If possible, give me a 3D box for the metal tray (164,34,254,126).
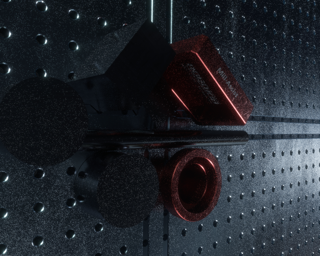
[{"bbox_3d":[0.054,-0.056,0.411,0.130,0.090,0.030,47,62,-30],"label":"metal tray"}]

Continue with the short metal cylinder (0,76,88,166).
[{"bbox_3d":[-0.117,-0.006,0.294,0.081,0.050,0.080,0,90,-40],"label":"short metal cylinder"}]

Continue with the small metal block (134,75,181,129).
[{"bbox_3d":[-0.008,-0.034,0.403,0.050,0.025,0.050,-47,118,-30],"label":"small metal block"}]

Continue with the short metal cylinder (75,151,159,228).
[{"bbox_3d":[-0.048,0.067,0.352,0.081,0.050,0.080,0,90,-40],"label":"short metal cylinder"}]

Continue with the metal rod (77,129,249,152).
[{"bbox_3d":[0.025,0.015,0.429,0.302,0.025,0.025,1,90,-40],"label":"metal rod"}]

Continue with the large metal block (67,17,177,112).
[{"bbox_3d":[-0.042,-0.065,0.338,0.050,0.080,0.080,47,62,-31],"label":"large metal block"}]

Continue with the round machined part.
[{"bbox_3d":[0.038,0.076,0.430,0.099,0.042,0.097,0,90,-40],"label":"round machined part"}]
